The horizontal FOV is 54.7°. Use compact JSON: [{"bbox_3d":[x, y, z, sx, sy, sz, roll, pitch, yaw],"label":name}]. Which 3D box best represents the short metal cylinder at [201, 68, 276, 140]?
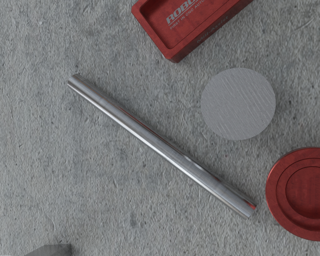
[{"bbox_3d":[0.093,-0.026,0.363,0.080,0.050,0.079,0,90,19],"label":"short metal cylinder"}]

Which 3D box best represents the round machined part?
[{"bbox_3d":[0.168,0.069,0.341,0.098,0.042,0.097,0,90,19],"label":"round machined part"}]

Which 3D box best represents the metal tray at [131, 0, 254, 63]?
[{"bbox_3d":[0.039,-0.157,0.391,0.130,0.030,0.090,-38,78,15],"label":"metal tray"}]

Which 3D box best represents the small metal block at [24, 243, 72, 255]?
[{"bbox_3d":[-0.165,0.192,0.452,0.050,0.050,0.025,-11,87,19],"label":"small metal block"}]

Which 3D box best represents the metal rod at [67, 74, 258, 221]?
[{"bbox_3d":[-0.008,0.016,0.410,0.300,0.025,0.025,36,101,16],"label":"metal rod"}]
